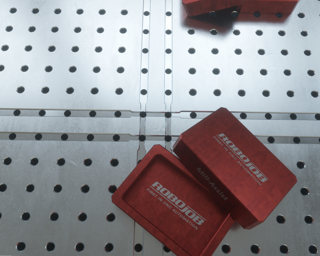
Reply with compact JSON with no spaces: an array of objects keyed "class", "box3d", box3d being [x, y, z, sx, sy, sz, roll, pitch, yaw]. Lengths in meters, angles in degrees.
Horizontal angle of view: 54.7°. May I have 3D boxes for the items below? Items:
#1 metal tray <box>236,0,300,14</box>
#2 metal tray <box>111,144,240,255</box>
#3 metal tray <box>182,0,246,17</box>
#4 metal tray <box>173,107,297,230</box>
[{"class":"metal tray","box3d":[0.169,-0.248,0.501,0.091,0.030,0.130,2,70,0]},{"class":"metal tray","box3d":[0.019,0.093,0.375,0.130,0.030,0.090,36,74,12]},{"class":"metal tray","box3d":[0.081,-0.244,0.482,0.090,0.030,0.130,-7,69,20]},{"class":"metal tray","box3d":[0.091,0.043,0.377,0.091,0.030,0.130,-32,72,-35]}]
